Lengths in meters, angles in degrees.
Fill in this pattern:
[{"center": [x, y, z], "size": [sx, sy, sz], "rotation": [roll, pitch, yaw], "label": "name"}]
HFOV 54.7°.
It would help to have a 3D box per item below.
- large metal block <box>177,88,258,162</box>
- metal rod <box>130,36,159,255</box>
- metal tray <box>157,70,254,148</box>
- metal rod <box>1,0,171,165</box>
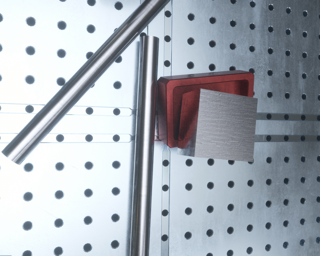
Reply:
[{"center": [0.072, -0.001, 0.393], "size": [0.081, 0.050, 0.080], "rotation": [7, 86, -20], "label": "large metal block"}, {"center": [-0.020, 0.031, 0.406], "size": [0.025, 0.025, 0.298], "rotation": [3, 89, -20], "label": "metal rod"}, {"center": [0.063, -0.028, 0.422], "size": [0.131, 0.030, 0.089], "rotation": [-8, 109, -20], "label": "metal tray"}, {"center": [-0.077, -0.079, 0.384], "size": [0.025, 0.025, 0.300], "rotation": [43, 76, -16], "label": "metal rod"}]
